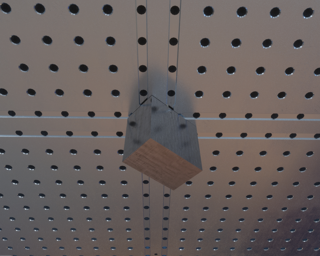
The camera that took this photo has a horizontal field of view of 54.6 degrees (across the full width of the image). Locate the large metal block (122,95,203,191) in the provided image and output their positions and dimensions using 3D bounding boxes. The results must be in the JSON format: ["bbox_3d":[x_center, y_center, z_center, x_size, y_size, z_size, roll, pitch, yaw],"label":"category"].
[{"bbox_3d":[0.003,0.019,0.391,0.080,0.080,0.050,34,123,-26],"label":"large metal block"}]
